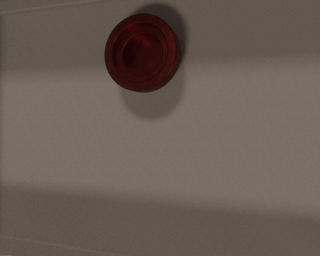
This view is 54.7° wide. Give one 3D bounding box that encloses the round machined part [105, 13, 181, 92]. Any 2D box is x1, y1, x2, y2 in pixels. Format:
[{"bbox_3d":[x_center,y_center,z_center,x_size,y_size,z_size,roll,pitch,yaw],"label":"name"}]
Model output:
[{"bbox_3d":[-0.019,-0.095,0.407,0.098,0.042,0.097,0,90,19],"label":"round machined part"}]
